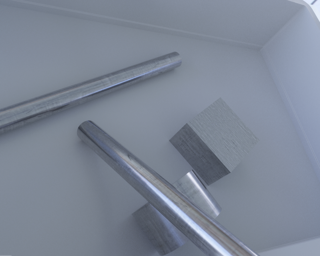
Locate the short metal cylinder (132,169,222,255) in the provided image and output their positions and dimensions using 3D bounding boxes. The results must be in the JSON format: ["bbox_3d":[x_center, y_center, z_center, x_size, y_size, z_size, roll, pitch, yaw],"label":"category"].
[{"bbox_3d":[0.017,0.088,0.328,0.081,0.080,0.050,-29,78,-38],"label":"short metal cylinder"}]

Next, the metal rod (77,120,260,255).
[{"bbox_3d":[0.011,0.065,0.267,0.025,0.025,0.300,-20,38,-36],"label":"metal rod"}]

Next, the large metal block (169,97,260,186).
[{"bbox_3d":[0.074,0.017,0.421,0.080,0.050,0.081,49,51,6],"label":"large metal block"}]

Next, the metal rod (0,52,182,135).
[{"bbox_3d":[-0.081,-0.051,0.394,0.302,0.025,0.025,-28,77,-38],"label":"metal rod"}]
